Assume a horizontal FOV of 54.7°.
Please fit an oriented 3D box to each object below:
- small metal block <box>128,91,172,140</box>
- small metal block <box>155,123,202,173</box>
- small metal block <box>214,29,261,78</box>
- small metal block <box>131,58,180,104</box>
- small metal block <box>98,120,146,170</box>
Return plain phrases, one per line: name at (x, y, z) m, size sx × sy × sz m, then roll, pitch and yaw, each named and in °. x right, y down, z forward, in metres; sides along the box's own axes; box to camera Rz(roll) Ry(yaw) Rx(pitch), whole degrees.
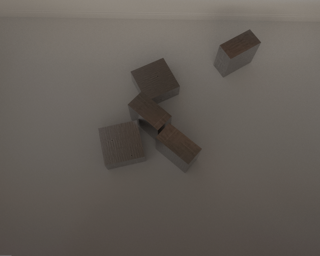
small metal block at (-0.013, -0.013, 0.401) m, size 0.050 × 0.050 × 0.025 m, roll 40°, pitch 75°, yaw 13°
small metal block at (0.022, 0.026, 0.387) m, size 0.050 × 0.050 × 0.025 m, roll 39°, pitch 75°, yaw 12°
small metal block at (0.107, -0.104, 0.436) m, size 0.050 × 0.050 × 0.025 m, roll -30°, pitch 73°, yaw -11°
small metal block at (-0.007, -0.063, 0.432) m, size 0.050 × 0.025 × 0.050 m, roll -25°, pitch 72°, yaw -9°
small metal block at (-0.049, 0.022, 0.401) m, size 0.050 × 0.025 × 0.050 m, roll -12°, pitch 71°, yaw -5°
